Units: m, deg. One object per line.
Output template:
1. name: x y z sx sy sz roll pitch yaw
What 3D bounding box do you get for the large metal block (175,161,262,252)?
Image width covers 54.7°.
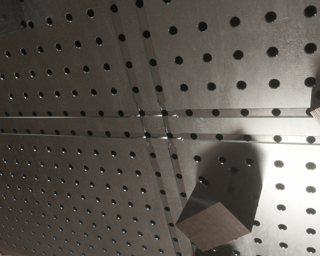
1. large metal block: 0.076 0.100 0.396 0.050 0.080 0.080 45 129 -4

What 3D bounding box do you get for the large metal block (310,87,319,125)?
1. large metal block: 0.199 -0.014 0.282 0.080 0.050 0.080 49 128 -7

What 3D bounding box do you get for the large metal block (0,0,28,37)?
1. large metal block: -0.235 -0.169 0.411 0.080 0.050 0.079 12 123 21
